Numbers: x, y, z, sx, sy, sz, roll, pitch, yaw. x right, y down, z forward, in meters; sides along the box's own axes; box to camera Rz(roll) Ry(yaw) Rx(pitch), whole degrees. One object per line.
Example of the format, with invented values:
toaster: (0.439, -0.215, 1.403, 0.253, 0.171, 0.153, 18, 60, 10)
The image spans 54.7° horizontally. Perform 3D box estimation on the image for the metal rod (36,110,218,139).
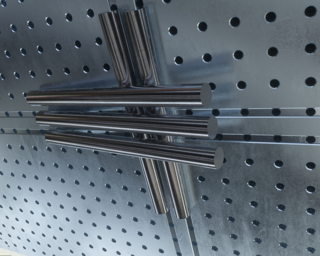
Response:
metal rod: (-0.067, -0.008, 0.413, 0.300, 0.025, 0.025, 4, 121, 35)

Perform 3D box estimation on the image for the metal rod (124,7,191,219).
metal rod: (0.003, -0.001, 0.408, 0.025, 0.025, 0.298, 1, 119, 27)

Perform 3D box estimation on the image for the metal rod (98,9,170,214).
metal rod: (-0.028, -0.004, 0.422, 0.025, 0.025, 0.298, 1, 119, 27)

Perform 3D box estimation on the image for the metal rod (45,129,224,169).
metal rod: (-0.057, 0.023, 0.427, 0.300, 0.025, 0.025, 5, 121, 35)

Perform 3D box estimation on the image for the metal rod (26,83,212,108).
metal rod: (-0.076, -0.040, 0.398, 0.300, 0.025, 0.025, 3, 120, 35)
